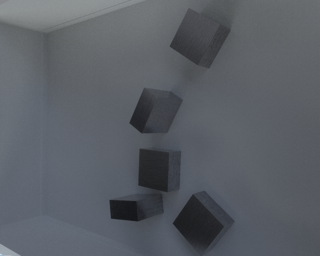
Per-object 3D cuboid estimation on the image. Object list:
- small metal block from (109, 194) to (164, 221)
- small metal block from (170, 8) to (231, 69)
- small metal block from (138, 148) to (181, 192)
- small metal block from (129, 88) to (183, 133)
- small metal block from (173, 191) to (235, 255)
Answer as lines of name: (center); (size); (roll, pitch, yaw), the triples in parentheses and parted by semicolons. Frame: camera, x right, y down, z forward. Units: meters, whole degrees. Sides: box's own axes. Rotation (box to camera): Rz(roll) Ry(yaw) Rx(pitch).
small metal block: (-0.031, 0.105, 0.416); (0.050, 0.050, 0.025); (-9, 85, 39)
small metal block: (0.047, -0.106, 0.368); (0.050, 0.025, 0.050); (42, 115, 32)
small metal block: (-0.001, 0.053, 0.408); (0.050, 0.025, 0.050); (4, 92, 40)
small metal block: (-0.004, -0.021, 0.394); (0.025, 0.050, 0.050); (38, 113, 33)
small metal block: (0.050, 0.111, 0.365); (0.050, 0.025, 0.050); (44, 116, 31)
